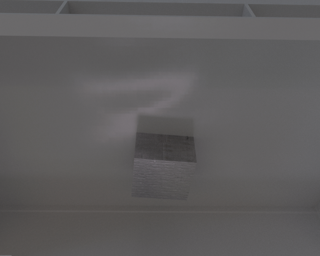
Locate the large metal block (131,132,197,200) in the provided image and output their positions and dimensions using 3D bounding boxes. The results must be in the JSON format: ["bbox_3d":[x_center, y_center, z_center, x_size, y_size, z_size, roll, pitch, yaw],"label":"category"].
[{"bbox_3d":[0.003,0.056,0.440,0.080,0.050,0.080,5,130,-4],"label":"large metal block"}]
